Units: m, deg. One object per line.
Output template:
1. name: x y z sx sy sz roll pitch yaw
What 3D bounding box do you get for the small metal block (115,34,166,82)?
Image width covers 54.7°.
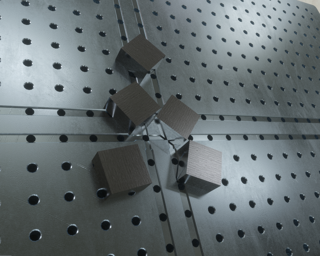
1. small metal block: -0.028 -0.105 0.458 0.050 0.025 0.050 41 51 -1

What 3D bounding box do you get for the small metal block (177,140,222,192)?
1. small metal block: 0.053 0.050 0.408 0.050 0.025 0.050 21 54 -16

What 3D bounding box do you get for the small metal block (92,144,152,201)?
1. small metal block: -0.044 0.050 0.355 0.050 0.025 0.050 -10 67 -33

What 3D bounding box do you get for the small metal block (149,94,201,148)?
1. small metal block: 0.021 -0.010 0.427 0.050 0.025 0.050 37 51 -4

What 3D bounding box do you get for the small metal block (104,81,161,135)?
1. small metal block: -0.036 -0.027 0.407 0.050 0.025 0.050 47 51 4
